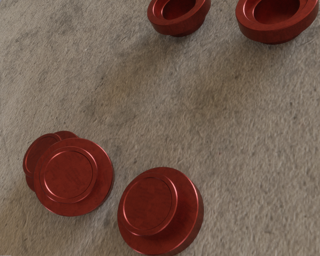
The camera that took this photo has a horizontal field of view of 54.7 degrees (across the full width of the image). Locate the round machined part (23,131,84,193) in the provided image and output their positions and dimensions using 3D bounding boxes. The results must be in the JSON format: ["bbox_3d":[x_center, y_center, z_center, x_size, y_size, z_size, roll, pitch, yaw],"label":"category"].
[{"bbox_3d":[-0.155,0.046,0.443,0.098,0.042,0.098,-13,56,20],"label":"round machined part"}]

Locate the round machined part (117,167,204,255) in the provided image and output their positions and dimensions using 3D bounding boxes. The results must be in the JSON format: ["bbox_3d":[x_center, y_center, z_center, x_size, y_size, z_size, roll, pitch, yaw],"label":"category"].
[{"bbox_3d":[-0.005,0.088,0.341,0.098,0.042,0.098,-13,56,20],"label":"round machined part"}]

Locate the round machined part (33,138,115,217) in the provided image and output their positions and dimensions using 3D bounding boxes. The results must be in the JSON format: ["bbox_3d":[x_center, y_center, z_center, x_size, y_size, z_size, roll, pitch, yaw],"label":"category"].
[{"bbox_3d":[-0.108,0.059,0.384,0.099,0.042,0.098,0,76,-1],"label":"round machined part"}]

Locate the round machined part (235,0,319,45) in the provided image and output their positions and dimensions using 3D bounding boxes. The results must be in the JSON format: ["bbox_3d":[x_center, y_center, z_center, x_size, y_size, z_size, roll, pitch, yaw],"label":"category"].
[{"bbox_3d":[0.152,-0.148,0.404,0.098,0.042,0.098,-13,56,20],"label":"round machined part"}]

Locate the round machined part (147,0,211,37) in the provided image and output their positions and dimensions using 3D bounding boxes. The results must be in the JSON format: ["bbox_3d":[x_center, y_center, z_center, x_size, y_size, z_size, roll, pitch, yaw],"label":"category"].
[{"bbox_3d":[0.033,-0.182,0.486,0.098,0.042,0.098,-13,56,20],"label":"round machined part"}]
